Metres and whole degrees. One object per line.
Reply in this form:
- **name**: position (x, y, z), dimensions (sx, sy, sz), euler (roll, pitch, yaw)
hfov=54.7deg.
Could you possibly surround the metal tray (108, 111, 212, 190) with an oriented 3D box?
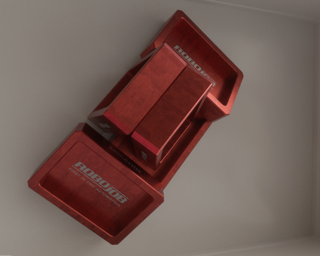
- **metal tray**: position (0.001, 0.006, 0.407), dimensions (0.090, 0.030, 0.130), euler (41, 77, -16)

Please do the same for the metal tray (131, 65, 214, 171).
- **metal tray**: position (0.011, -0.003, 0.345), dimensions (0.030, 0.130, 0.090), euler (37, 77, 7)

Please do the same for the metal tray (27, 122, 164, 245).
- **metal tray**: position (-0.071, 0.067, 0.362), dimensions (0.130, 0.030, 0.090), euler (42, 101, -16)

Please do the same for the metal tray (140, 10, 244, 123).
- **metal tray**: position (0.047, -0.081, 0.406), dimensions (0.130, 0.030, 0.090), euler (41, 52, -16)

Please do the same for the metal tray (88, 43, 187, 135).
- **metal tray**: position (-0.032, -0.037, 0.341), dimensions (0.030, 0.130, 0.090), euler (42, 77, -15)
